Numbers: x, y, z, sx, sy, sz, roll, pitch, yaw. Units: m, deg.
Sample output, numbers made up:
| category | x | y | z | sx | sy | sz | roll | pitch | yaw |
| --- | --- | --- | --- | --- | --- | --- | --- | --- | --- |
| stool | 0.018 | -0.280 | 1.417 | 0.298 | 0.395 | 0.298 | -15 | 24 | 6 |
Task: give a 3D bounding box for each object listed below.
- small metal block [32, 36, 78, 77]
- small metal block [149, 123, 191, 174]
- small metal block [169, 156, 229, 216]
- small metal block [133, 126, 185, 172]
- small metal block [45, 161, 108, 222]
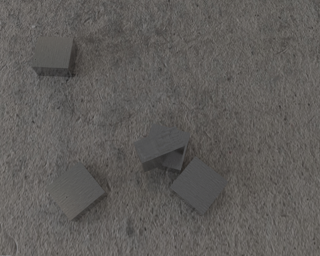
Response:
| category | x | y | z | sx | sy | sz | roll | pitch | yaw |
| --- | --- | --- | --- | --- | --- | --- | --- | --- | --- |
| small metal block | -0.150 | -0.102 | 0.444 | 0.050 | 0.025 | 0.050 | 3 | 70 | 1 |
| small metal block | 0.008 | 0.027 | 0.398 | 0.050 | 0.025 | 0.050 | 15 | 71 | 5 |
| small metal block | 0.047 | 0.072 | 0.382 | 0.050 | 0.025 | 0.050 | 38 | 74 | 12 |
| small metal block | -0.001 | 0.026 | 0.359 | 0.050 | 0.050 | 0.025 | -22 | 72 | -7 |
| small metal block | -0.101 | 0.078 | 0.379 | 0.050 | 0.025 | 0.050 | -39 | 75 | -13 |
